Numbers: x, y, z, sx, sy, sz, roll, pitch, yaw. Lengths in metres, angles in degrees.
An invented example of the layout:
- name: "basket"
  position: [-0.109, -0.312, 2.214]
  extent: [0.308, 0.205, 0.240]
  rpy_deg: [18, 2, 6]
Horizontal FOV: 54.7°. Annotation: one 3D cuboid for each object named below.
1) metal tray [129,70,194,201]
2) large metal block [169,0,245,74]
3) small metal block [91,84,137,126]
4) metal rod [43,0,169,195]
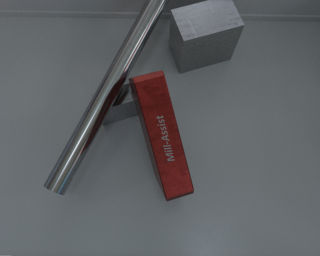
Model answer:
- name: "metal tray"
  position: [-0.001, 0.004, 0.346]
  extent: [0.030, 0.090, 0.129]
  rpy_deg: [-16, 101, -6]
- name: "large metal block"
  position: [0.060, -0.126, 0.427]
  extent: [0.081, 0.080, 0.050]
  rpy_deg: [-17, 71, -6]
- name: "small metal block"
  position: [-0.058, -0.030, 0.407]
  extent: [0.050, 0.050, 0.025]
  rpy_deg: [-17, 71, -7]
- name: "metal rod"
  position: [-0.052, -0.062, 0.373]
  extent: [0.025, 0.025, 0.299]
  rpy_deg: [25, 79, 8]
